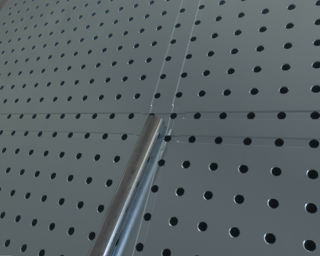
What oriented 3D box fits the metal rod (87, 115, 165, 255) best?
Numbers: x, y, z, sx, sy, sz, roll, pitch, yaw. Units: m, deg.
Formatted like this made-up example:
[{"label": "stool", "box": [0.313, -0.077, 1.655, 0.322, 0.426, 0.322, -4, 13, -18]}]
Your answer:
[{"label": "metal rod", "box": [-0.058, 0.119, 0.366, 0.025, 0.025, 0.300, 9, 66, 32]}]
